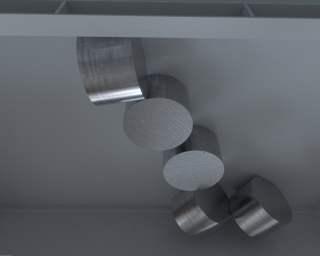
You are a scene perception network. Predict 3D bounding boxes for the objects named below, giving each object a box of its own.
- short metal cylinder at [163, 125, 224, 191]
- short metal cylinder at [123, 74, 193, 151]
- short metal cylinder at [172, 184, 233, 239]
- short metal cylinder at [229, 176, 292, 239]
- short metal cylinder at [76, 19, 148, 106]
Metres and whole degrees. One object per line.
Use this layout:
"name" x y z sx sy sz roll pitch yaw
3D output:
"short metal cylinder" 0.045 0.042 0.429 0.081 0.050 0.079 0 130 0
"short metal cylinder" -0.002 -0.018 0.377 0.081 0.050 0.079 0 130 0
"short metal cylinder" 0.065 0.123 0.478 0.080 0.080 0.050 29 124 -23
"short metal cylinder" 0.155 0.122 0.478 0.080 0.080 0.050 27 125 -21
"short metal cylinder" -0.045 -0.065 0.317 0.050 0.080 0.080 -8 130 7
